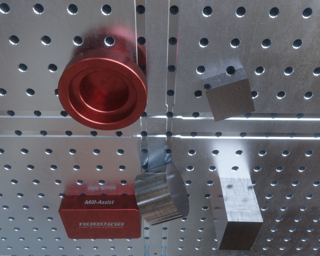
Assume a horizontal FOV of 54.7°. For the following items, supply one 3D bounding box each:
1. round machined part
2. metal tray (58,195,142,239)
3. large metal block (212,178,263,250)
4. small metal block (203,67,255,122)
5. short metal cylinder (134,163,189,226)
[{"bbox_3d":[-0.063,-0.047,0.360,0.099,0.042,0.097,0,130,0],"label":"round machined part"},{"bbox_3d":[-0.100,0.157,0.541,0.131,0.030,0.089,0,130,0],"label":"metal tray"},{"bbox_3d":[0.119,0.137,0.493,0.050,0.080,0.079,2,130,-2],"label":"large metal block"},{"bbox_3d":[0.084,-0.040,0.378,0.050,0.025,0.050,-16,129,13],"label":"small metal block"},{"bbox_3d":[0.004,0.098,0.459,0.050,0.080,0.080,-21,127,17],"label":"short metal cylinder"}]
